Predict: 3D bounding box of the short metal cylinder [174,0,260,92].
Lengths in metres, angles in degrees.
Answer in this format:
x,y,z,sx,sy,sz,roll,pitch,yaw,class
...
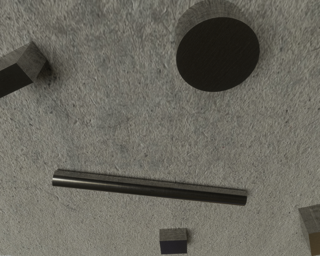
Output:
x,y,z,sx,sy,sz,roll,pitch,yaw,class
0.056,-0.084,0.320,0.081,0.050,0.079,0,130,0,short metal cylinder

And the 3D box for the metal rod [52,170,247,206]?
x,y,z,sx,sy,sz,roll,pitch,yaw,class
-0.011,0.095,0.488,0.302,0.025,0.025,8,130,-7,metal rod

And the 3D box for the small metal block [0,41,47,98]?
x,y,z,sx,sy,sz,roll,pitch,yaw,class
-0.158,-0.063,0.336,0.050,0.050,0.025,-20,127,16,small metal block

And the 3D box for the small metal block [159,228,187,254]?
x,y,z,sx,sy,sz,roll,pitch,yaw,class
0.026,0.217,0.592,0.050,0.025,0.050,-3,130,2,small metal block

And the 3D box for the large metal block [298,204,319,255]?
x,y,z,sx,sy,sz,roll,pitch,yaw,class
0.296,0.176,0.543,0.080,0.050,0.080,-17,128,13,large metal block
